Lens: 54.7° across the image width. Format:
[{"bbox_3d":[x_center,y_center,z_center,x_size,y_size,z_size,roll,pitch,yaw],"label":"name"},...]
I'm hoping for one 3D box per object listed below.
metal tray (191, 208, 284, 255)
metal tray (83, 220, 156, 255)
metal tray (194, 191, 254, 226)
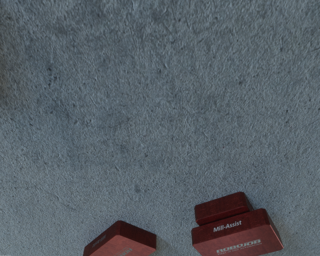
[{"bbox_3d":[0.130,0.188,0.525,0.130,0.030,0.090,-23,127,18],"label":"metal tray"},{"bbox_3d":[-0.080,0.235,0.603,0.090,0.030,0.129,31,124,-24],"label":"metal tray"},{"bbox_3d":[0.129,0.172,0.552,0.090,0.030,0.130,-23,127,18],"label":"metal tray"}]
